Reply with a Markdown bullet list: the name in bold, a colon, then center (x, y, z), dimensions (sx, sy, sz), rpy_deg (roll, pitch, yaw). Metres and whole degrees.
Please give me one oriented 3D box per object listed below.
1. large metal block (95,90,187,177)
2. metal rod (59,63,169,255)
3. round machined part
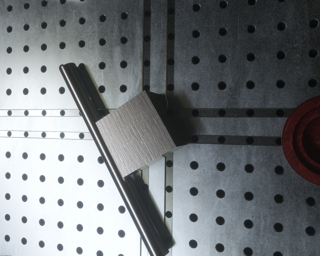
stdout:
- **large metal block**: center (-0.024, 0.008, 0.408), dimensions (0.080, 0.050, 0.080), rpy_deg (-32, 80, 17)
- **metal rod**: center (-0.068, 0.040, 0.436), dimensions (0.025, 0.025, 0.299), rpy_deg (-31, 80, 17)
- **round machined part**: center (0.185, 0.013, 0.338), dimensions (0.098, 0.042, 0.097), rpy_deg (0, 90, 20)
